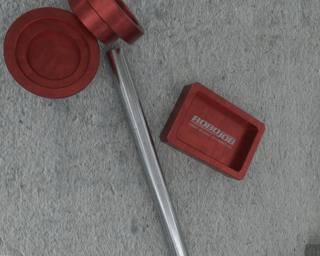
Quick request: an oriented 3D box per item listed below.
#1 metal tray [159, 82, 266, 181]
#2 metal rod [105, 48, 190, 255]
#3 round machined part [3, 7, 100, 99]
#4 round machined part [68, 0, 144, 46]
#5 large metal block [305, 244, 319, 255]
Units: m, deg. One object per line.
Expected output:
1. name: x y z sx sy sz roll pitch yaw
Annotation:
1. metal tray: 0.076 0.006 0.434 0.131 0.030 0.090 29 80 -18
2. metal rod: -0.013 0.045 0.404 0.025 0.025 0.298 -20 97 -19
3. round machined part: -0.121 -0.082 0.353 0.099 0.042 0.097 -1 93 -18
4. round machined part: -0.065 -0.133 0.353 0.042 0.098 0.098 -37 104 13
5. large metal block: 0.283 0.237 0.501 0.081 0.050 0.080 7 88 -20
